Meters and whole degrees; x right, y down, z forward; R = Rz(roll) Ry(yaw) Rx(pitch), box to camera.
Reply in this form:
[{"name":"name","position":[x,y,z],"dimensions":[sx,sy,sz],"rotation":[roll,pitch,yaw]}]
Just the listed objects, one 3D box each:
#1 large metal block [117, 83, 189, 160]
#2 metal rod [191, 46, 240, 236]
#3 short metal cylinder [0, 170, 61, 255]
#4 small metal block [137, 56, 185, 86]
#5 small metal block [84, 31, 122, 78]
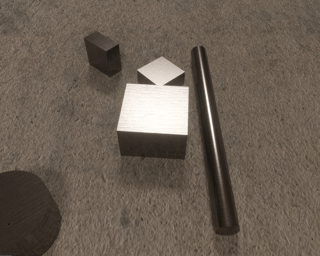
[{"name":"large metal block","position":[-0.006,-0.009,0.395],"dimensions":[0.080,0.050,0.080],"rotation":[3,50,2]},{"name":"metal rod","position":[0.066,-0.010,0.412],"dimensions":[0.025,0.025,0.300],"rotation":[-1,50,-1]},{"name":"short metal cylinder","position":[-0.146,0.090,0.310],"dimensions":[0.081,0.050,0.080],"rotation":[0,50,0]},{"name":"small metal block","position":[0.001,-0.077,0.468],"dimensions":[0.050,0.025,0.050],"rotation":[-34,58,-26]},{"name":"small metal block","position":[-0.088,-0.115,0.482],"dimensions":[0.050,0.050,0.025],"rotation":[34,58,25]}]
